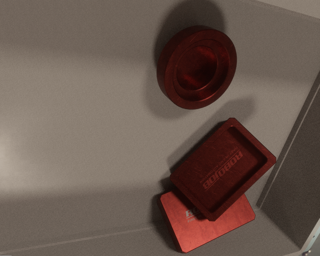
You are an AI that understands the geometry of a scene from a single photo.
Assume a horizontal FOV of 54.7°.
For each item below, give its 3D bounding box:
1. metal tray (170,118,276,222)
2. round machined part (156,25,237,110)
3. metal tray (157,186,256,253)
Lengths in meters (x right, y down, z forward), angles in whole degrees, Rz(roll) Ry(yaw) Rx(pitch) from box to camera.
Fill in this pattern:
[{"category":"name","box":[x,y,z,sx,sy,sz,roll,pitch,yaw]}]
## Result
[{"category":"metal tray","box":[0.091,0.060,0.455,0.130,0.090,0.030,-44,171,1]},{"category":"round machined part","box":[0.040,-0.075,0.375,0.099,0.042,0.097,-14,125,-21]},{"category":"metal tray","box":[0.072,0.126,0.486,0.131,0.090,0.030,-19,163,-18]}]
